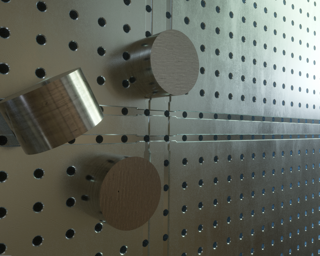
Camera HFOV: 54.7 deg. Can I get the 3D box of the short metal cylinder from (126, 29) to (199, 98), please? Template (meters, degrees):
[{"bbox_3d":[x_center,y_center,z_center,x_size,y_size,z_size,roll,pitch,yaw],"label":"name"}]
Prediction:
[{"bbox_3d":[0.004,-0.080,0.396,0.081,0.050,0.079,0,90,-40],"label":"short metal cylinder"}]

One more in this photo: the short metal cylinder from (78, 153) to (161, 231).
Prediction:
[{"bbox_3d":[-0.046,0.071,0.355,0.081,0.050,0.079,0,90,-40],"label":"short metal cylinder"}]

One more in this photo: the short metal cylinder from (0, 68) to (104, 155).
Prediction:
[{"bbox_3d":[-0.100,-0.018,0.289,0.081,0.080,0.050,-36,113,-34],"label":"short metal cylinder"}]
